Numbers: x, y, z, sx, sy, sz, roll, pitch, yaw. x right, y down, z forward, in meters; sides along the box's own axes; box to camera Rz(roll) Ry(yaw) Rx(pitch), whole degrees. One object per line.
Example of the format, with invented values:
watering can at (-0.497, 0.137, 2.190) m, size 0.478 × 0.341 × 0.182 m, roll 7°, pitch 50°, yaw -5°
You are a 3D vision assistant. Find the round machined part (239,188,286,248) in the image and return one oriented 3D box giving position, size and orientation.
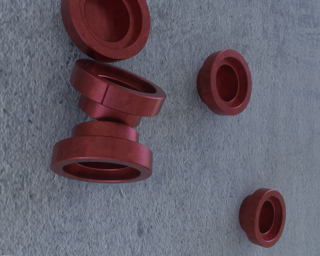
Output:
round machined part at (0.175, 0.153, 0.541) m, size 0.099 × 0.042 × 0.097 m, roll 0°, pitch 90°, yaw -40°

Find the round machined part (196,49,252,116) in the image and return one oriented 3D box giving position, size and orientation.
round machined part at (0.094, -0.067, 0.472) m, size 0.099 × 0.042 × 0.097 m, roll 0°, pitch 90°, yaw -40°

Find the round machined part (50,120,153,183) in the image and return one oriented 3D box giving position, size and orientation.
round machined part at (-0.056, 0.025, 0.313) m, size 0.099 × 0.098 × 0.042 m, roll 21°, pitch 60°, yaw -38°

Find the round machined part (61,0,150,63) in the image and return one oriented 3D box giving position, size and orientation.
round machined part at (-0.062, -0.121, 0.341) m, size 0.099 × 0.042 × 0.097 m, roll 0°, pitch 90°, yaw -40°

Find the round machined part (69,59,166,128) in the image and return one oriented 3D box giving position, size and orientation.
round machined part at (-0.047, -0.034, 0.326) m, size 0.099 × 0.098 × 0.042 m, roll 8°, pitch 113°, yaw -40°
